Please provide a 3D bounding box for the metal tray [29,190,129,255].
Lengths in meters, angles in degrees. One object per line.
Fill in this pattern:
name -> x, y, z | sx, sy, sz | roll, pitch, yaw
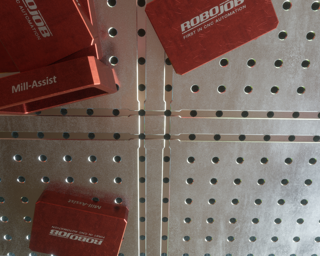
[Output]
metal tray -> -0.121, 0.152, 0.465 | 0.131, 0.030, 0.089 | 14, 109, -6

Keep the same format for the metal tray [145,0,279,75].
metal tray -> 0.059, -0.131, 0.363 | 0.130, 0.030, 0.090 | -26, 109, 8

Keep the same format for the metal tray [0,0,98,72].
metal tray -> -0.136, -0.133, 0.327 | 0.090, 0.030, 0.129 | -23, 109, 8

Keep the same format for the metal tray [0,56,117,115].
metal tray -> -0.124, -0.045, 0.357 | 0.131, 0.090, 0.030 | -13, 90, 4

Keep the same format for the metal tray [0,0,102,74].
metal tray -> -0.142, -0.117, 0.366 | 0.131, 0.030, 0.089 | -6, 110, 1
